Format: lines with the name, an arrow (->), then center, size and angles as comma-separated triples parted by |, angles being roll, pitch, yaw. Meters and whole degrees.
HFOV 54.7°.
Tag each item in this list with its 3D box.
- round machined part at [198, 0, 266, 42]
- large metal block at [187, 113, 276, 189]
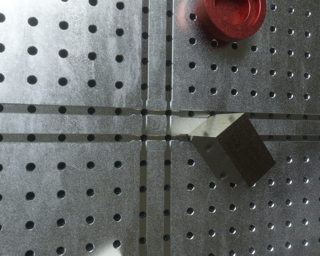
round machined part -> 0.097, -0.171, 0.439 | 0.099, 0.042, 0.097 | 0, 90, -20
large metal block -> 0.094, 0.028, 0.418 | 0.050, 0.080, 0.080 | -39, 103, -16
